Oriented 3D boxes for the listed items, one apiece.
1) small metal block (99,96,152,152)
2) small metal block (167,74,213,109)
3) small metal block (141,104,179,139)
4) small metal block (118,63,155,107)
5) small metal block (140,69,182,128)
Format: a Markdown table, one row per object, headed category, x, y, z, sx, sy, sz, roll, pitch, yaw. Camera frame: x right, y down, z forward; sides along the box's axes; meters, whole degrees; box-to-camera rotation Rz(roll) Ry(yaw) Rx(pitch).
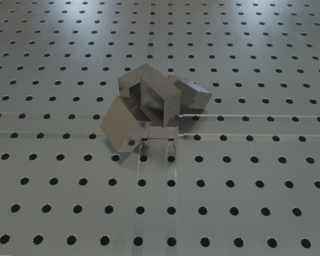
| category | x | y | z | sx | sy | sz | roll | pitch | yaw |
| --- | --- | --- | --- | --- | --- | --- | --- | --- | --- |
| small metal block | -0.045 | -0.005 | 0.392 | 0.025 | 0.050 | 0.050 | 5 | 36 | -48 |
| small metal block | 0.038 | -0.050 | 0.433 | 0.050 | 0.025 | 0.050 | 35 | 19 | 26 |
| small metal block | -0.001 | -0.013 | 0.418 | 0.050 | 0.025 | 0.050 | 1 | 50 | -1 |
| small metal block | -0.030 | -0.056 | 0.438 | 0.050 | 0.050 | 0.025 | -34 | 58 | -25 |
| small metal block | 0.000 | -0.037 | 0.390 | 0.025 | 0.050 | 0.050 | -29 | 56 | -23 |
